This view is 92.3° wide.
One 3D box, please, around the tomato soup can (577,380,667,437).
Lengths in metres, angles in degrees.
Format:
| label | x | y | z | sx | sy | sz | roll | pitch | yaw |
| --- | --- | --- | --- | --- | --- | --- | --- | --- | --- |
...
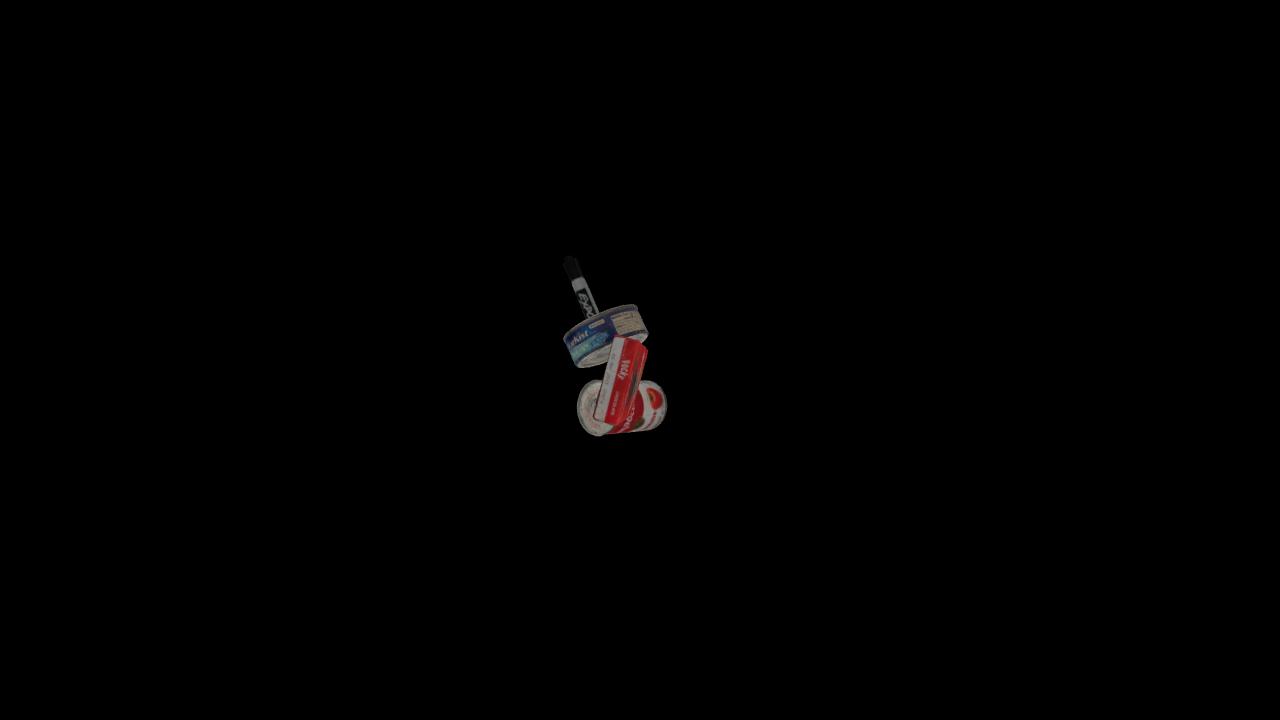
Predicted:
| label | x | y | z | sx | sy | sz | roll | pitch | yaw |
| --- | --- | --- | --- | --- | --- | --- | --- | --- | --- |
| tomato soup can | -0.021 | 0.058 | 0.770 | 0.068 | 0.068 | 0.101 | 0 | -2 | 37 |

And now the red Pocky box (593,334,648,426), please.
| label | x | y | z | sx | sy | sz | roll | pitch | yaw |
| --- | --- | --- | --- | --- | --- | --- | --- | --- | --- |
| red Pocky box | -0.017 | 0.020 | 0.635 | 0.028 | 0.083 | 0.155 | 14 | -1 | 4 |

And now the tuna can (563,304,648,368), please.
| label | x | y | z | sx | sy | sz | roll | pitch | yaw |
| --- | --- | --- | --- | --- | --- | --- | --- | --- | --- |
| tuna can | -0.034 | -0.023 | 0.633 | 0.084 | 0.034 | 0.084 | -24 | -9 | -4 |

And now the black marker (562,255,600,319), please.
| label | x | y | z | sx | sy | sz | roll | pitch | yaw |
| --- | --- | --- | --- | --- | --- | --- | --- | --- | --- |
| black marker | -0.061 | -0.065 | 0.720 | 0.020 | 0.121 | 0.020 | -23 | 2 | 1 |
